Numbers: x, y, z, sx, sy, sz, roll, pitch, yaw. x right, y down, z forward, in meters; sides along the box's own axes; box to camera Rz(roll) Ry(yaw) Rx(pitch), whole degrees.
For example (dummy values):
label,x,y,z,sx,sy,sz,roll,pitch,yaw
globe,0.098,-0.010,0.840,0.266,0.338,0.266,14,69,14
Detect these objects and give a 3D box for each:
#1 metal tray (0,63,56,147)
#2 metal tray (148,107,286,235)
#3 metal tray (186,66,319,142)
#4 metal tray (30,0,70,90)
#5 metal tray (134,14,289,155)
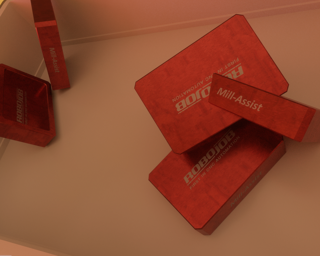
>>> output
label,x,y,z,sx,sy,sz,roll,pitch,yaw
metal tray,-0.220,-0.037,0.496,0.030,0.090,0.130,-43,48,27
metal tray,0.062,0.040,0.345,0.130,0.030,0.090,-46,51,-4
metal tray,0.103,-0.026,0.323,0.130,0.091,0.030,30,107,37
metal tray,-0.182,-0.139,0.518,0.030,0.129,0.090,-13,51,-15
metal tray,0.051,-0.042,0.323,0.130,0.030,0.090,-32,86,13
